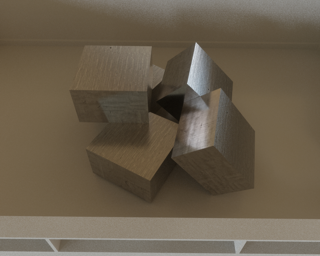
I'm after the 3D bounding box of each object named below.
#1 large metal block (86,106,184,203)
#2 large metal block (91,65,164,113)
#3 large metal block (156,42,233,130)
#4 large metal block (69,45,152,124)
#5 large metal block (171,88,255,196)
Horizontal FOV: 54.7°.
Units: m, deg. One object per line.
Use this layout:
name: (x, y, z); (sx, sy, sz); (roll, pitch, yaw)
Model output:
large metal block: (-0.025, 0.026, 0.361); (0.080, 0.050, 0.080); (24, 54, 18)
large metal block: (-0.042, -0.052, 0.431); (0.080, 0.050, 0.080); (29, 56, 22)
large metal block: (0.048, -0.048, 0.400); (0.080, 0.050, 0.080); (39, 45, -27)
large metal block: (-0.051, -0.052, 0.363); (0.080, 0.050, 0.080); (1, 49, 2)
large metal block: (0.063, 0.017, 0.345); (0.050, 0.080, 0.080); (-21, 39, 36)
